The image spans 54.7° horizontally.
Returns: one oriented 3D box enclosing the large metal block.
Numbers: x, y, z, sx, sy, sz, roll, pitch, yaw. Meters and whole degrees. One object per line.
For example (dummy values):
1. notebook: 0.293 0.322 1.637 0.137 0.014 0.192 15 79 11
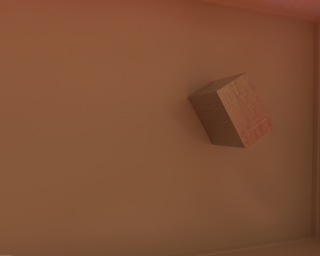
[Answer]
1. large metal block: 0.092 -0.022 0.417 0.050 0.080 0.080 -33 101 -17
